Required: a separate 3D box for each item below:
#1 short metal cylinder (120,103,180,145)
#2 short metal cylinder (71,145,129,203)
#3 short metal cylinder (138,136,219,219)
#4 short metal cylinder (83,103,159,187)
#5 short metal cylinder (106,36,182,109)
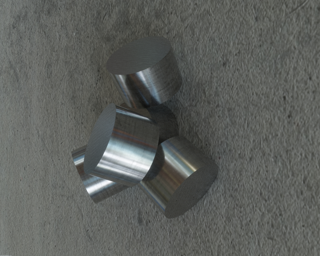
[{"bbox_3d":[-0.022,0.006,0.408,0.080,0.050,0.080,0,89,39],"label":"short metal cylinder"},{"bbox_3d":[-0.082,0.058,0.431,0.080,0.050,0.080,61,169,22],"label":"short metal cylinder"},{"bbox_3d":[0.020,0.056,0.354,0.050,0.081,0.080,42,115,32],"label":"short metal cylinder"},{"bbox_3d":[-0.044,0.019,0.339,0.080,0.050,0.080,-45,33,41],"label":"short metal cylinder"},{"bbox_3d":[-0.018,-0.069,0.378,0.080,0.080,0.050,18,145,38],"label":"short metal cylinder"}]
